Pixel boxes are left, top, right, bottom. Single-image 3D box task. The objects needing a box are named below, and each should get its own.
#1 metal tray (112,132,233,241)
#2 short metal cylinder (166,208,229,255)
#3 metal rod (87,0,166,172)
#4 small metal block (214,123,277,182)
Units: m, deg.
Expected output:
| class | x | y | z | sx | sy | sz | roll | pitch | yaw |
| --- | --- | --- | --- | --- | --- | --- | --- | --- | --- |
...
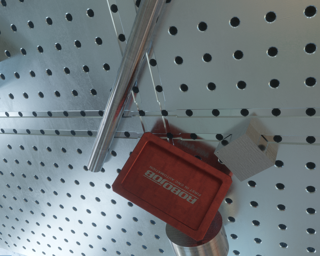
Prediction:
| class | x | y | z | sx | sy | sz | roll | pitch | yaw |
| --- | --- | --- | --- | --- | --- | --- | --- | --- | --- |
| metal tray | 0.016 | 0.074 | 0.406 | 0.130 | 0.090 | 0.030 | 29 | 167 | 9 |
| short metal cylinder | 0.053 | 0.154 | 0.441 | 0.080 | 0.080 | 0.050 | -2 | 119 | 29 |
| metal rod | -0.054 | -0.042 | 0.411 | 0.025 | 0.025 | 0.298 | 32 | 128 | 7 |
| small metal block | 0.103 | 0.030 | 0.375 | 0.050 | 0.025 | 0.050 | 46 | 129 | -5 |
